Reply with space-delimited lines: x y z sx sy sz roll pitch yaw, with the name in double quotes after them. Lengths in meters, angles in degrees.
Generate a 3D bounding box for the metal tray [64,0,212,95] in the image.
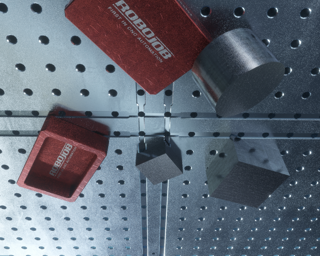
-0.017 -0.104 0.319 0.090 0.030 0.130 -34 123 25 "metal tray"

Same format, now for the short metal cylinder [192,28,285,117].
0.081 -0.056 0.326 0.081 0.050 0.080 -22 152 -12 "short metal cylinder"

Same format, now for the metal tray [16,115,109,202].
-0.142 0.050 0.448 0.090 0.030 0.129 24 126 -20 "metal tray"

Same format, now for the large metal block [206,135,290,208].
0.124 0.066 0.453 0.081 0.050 0.079 17 128 -14 "large metal block"

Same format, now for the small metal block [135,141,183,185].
-0.001 0.053 0.457 0.050 0.025 0.050 -25 126 19 "small metal block"
